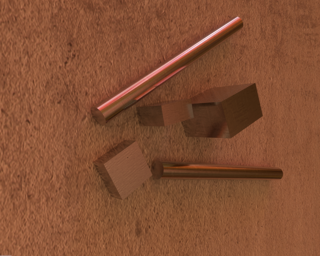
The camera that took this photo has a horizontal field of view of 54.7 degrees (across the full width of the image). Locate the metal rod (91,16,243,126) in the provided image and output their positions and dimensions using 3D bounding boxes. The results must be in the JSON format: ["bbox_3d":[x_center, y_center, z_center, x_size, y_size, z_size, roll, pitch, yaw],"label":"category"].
[{"bbox_3d":[0.029,-0.093,0.430,0.302,0.025,0.025,-39,114,-33],"label":"metal rod"}]

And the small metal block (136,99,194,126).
[{"bbox_3d":[0.006,-0.020,0.396,0.050,0.050,0.025,-16,101,-39],"label":"small metal block"}]

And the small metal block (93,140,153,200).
[{"bbox_3d":[-0.043,0.049,0.370,0.050,0.025,0.050,-37,113,-34],"label":"small metal block"}]

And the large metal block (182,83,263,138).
[{"bbox_3d":[0.086,-0.025,0.443,0.081,0.080,0.050,-28,108,-37],"label":"large metal block"}]

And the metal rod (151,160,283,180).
[{"bbox_3d":[0.111,0.071,0.500,0.302,0.025,0.025,8,85,-40],"label":"metal rod"}]
